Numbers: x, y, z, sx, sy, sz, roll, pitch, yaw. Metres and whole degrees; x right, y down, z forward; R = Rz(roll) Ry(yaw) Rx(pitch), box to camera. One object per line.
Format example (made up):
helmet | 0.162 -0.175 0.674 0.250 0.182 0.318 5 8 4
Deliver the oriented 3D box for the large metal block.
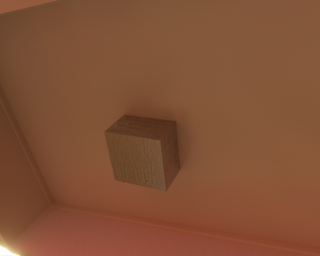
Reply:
large metal block | -0.021 0.033 0.425 0.080 0.050 0.080 8 122 24
